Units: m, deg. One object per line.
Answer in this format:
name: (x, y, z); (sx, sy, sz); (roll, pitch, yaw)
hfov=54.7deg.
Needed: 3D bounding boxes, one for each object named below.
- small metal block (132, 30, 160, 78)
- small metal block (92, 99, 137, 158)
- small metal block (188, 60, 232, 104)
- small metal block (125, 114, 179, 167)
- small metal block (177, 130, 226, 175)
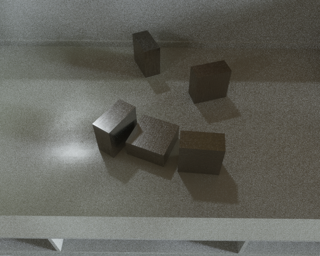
small metal block: (-0.021, -0.116, 0.486); (0.025, 0.050, 0.050); (-18, 53, -15)
small metal block: (-0.054, 0.001, 0.388); (0.025, 0.050, 0.050); (27, 55, 21)
small metal block: (0.070, -0.065, 0.444); (0.050, 0.050, 0.025); (-13, 52, -11)
small metal block: (-0.009, 0.015, 0.392); (0.050, 0.025, 0.050); (18, 52, 15)
small metal block: (0.047, 0.030, 0.364); (0.050, 0.050, 0.025); (4, 50, 3)
